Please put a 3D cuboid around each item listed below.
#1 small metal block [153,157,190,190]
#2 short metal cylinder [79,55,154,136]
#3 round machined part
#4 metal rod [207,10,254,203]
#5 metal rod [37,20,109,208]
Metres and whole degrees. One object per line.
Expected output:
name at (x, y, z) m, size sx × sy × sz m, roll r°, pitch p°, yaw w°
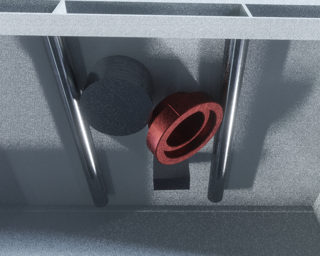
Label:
small metal block at (0.016, 0.061, 0.445) m, size 0.050 × 0.050 × 0.025 m, roll -2°, pitch 130°, yaw 1°
short metal cylinder at (-0.048, -0.037, 0.361) m, size 0.081 × 0.050 × 0.079 m, roll 0°, pitch 130°, yaw 0°
round machined part at (0.025, -0.005, 0.374) m, size 0.099 × 0.042 × 0.097 m, roll -27°, pitch 145°, yaw -21°
metal rod at (0.086, -0.001, 0.409) m, size 0.025 × 0.025 × 0.298 m, roll -2°, pitch 130°, yaw 1°
metal rod at (-0.105, 0.007, 0.413) m, size 0.025 × 0.025 × 0.298 m, roll -3°, pitch 130°, yaw 2°
